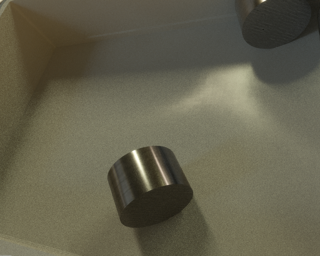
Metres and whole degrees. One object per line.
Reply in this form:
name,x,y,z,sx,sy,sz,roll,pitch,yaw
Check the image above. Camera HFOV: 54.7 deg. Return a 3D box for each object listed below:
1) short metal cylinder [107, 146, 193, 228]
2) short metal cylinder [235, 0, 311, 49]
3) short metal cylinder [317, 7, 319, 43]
short metal cylinder,-0.011,0.064,0.336,0.080,0.080,0.050,-32,52,7
short metal cylinder,0.139,-0.146,0.387,0.080,0.080,0.050,-16,56,19
short metal cylinder,0.212,-0.107,0.325,0.080,0.080,0.050,-4,60,26
